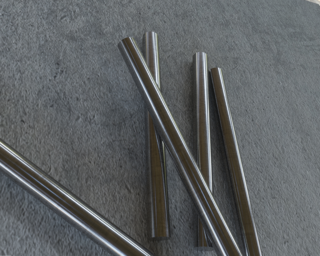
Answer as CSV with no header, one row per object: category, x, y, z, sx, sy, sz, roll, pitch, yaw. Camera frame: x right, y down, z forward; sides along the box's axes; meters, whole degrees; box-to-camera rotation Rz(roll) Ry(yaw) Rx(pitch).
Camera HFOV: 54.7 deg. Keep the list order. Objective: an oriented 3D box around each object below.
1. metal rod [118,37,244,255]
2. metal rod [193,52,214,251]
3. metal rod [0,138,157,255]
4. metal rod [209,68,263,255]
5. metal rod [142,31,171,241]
metal rod,0.017,0.015,0.369,0.025,0.025,0.299,-13,69,-34
metal rod,0.058,0.010,0.428,0.025,0.025,0.300,16,55,-19
metal rod,-0.107,0.065,0.306,0.300,0.025,0.025,38,51,-3
metal rod,0.100,0.039,0.433,0.025,0.025,0.299,9,58,-23
metal rod,-0.008,-0.011,0.405,0.025,0.025,0.299,11,57,-23
